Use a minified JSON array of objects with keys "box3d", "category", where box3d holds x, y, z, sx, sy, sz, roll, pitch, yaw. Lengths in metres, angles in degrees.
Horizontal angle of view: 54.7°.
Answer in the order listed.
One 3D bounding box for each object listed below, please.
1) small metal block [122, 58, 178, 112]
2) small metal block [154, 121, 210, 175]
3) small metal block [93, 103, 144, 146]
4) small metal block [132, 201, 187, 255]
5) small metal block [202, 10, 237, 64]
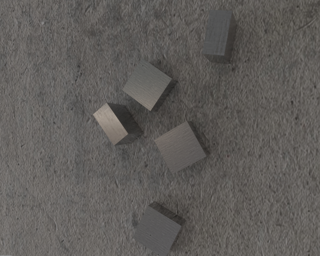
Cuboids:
[{"box3d":[-0.013,-0.057,0.414,0.050,0.025,0.050,37,102,16],"category":"small metal block"},{"box3d":[0.029,0.025,0.399,0.050,0.025,0.050,-31,80,17],"category":"small metal block"},{"box3d":[-0.054,-0.005,0.415,0.025,0.050,0.050,-39,78,16],"category":"small metal block"},{"box3d":[-0.001,0.134,0.409,0.050,0.025,0.050,28,99,17],"category":"small metal block"},{"box3d":[0.072,-0.107,0.370,0.025,0.050,0.050,11,94,20],"category":"small metal block"}]
